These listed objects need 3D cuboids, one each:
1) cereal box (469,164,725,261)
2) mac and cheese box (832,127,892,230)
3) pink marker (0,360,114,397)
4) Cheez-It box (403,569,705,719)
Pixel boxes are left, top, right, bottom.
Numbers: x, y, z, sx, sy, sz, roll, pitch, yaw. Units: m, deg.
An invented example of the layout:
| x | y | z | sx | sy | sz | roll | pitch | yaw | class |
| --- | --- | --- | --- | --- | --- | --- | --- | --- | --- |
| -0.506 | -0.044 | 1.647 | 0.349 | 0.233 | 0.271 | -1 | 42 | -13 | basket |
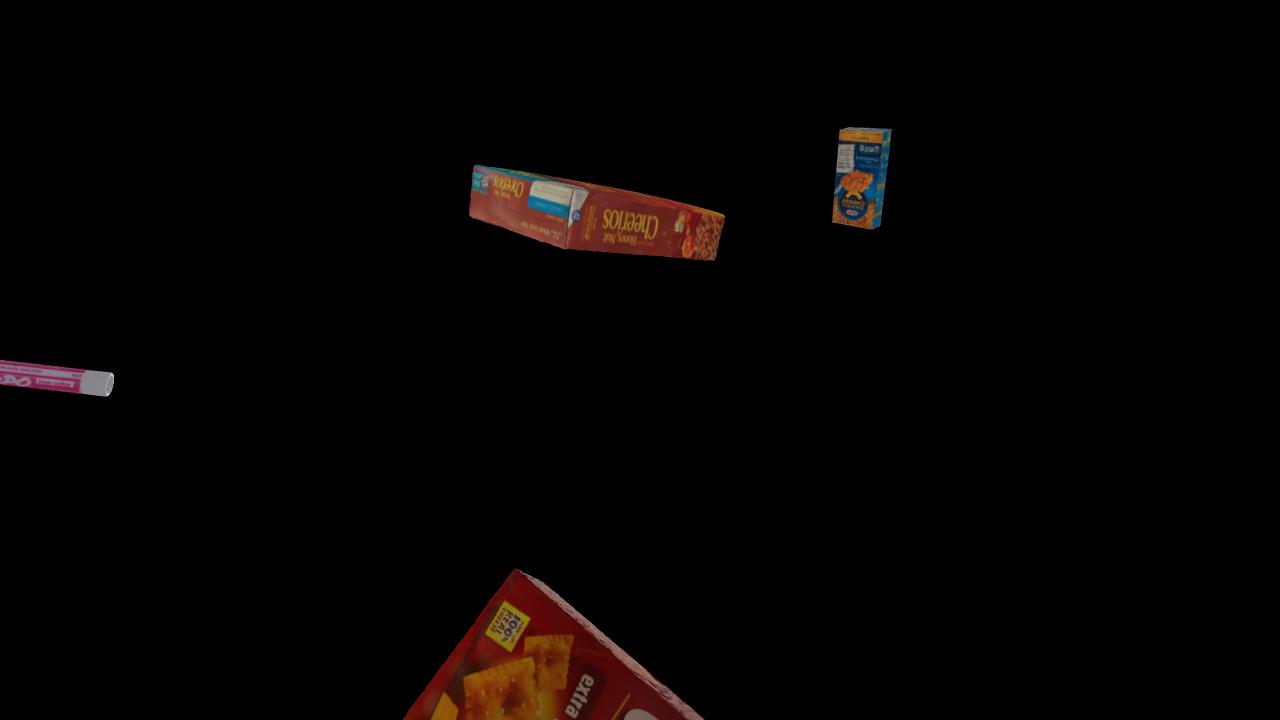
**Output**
| x | y | z | sx | sy | sz | roll | pitch | yaw | class |
| --- | --- | --- | --- | --- | --- | --- | --- | --- | --- |
| -0.052 | -0.201 | 0.857 | 0.203 | 0.081 | 0.306 | 25 | 19 | 39 | cereal box |
| 0.431 | -0.355 | 1.202 | 0.041 | 0.184 | 0.093 | -27 | 35 | -36 | mac and cheese box |
| -0.460 | 0.009 | 0.446 | 0.121 | 0.020 | 0.020 | 10 | -5 | -26 | pink marker |
| -0.065 | 0.303 | 0.485 | 0.223 | 0.166 | 0.071 | 30 | -16 | 28 | Cheez-It box |
